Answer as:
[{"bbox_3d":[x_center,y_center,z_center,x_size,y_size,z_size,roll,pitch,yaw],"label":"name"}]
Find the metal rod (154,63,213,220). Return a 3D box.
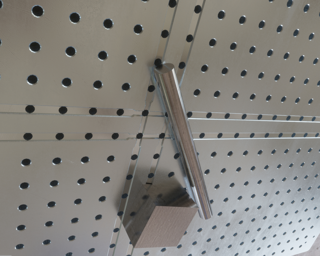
[{"bbox_3d":[0.043,0.041,0.461,0.025,0.025,0.299,-28,128,-11],"label":"metal rod"}]

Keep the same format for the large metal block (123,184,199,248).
[{"bbox_3d":[0.000,0.137,0.482,0.081,0.050,0.079,13,112,-34],"label":"large metal block"}]
